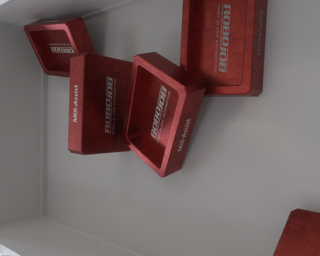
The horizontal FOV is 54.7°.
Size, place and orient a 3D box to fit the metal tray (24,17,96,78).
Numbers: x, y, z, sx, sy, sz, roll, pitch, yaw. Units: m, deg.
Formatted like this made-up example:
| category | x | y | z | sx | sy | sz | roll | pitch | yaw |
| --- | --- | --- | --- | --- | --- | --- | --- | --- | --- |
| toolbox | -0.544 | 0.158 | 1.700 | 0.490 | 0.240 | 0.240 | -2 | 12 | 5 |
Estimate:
| category | x | y | z | sx | sy | sz | roll | pitch | yaw |
| --- | --- | --- | --- | --- | --- | --- | --- | --- | --- |
| metal tray | -0.161 | -0.130 | 0.508 | 0.130 | 0.030 | 0.090 | 13 | 131 | 39 |

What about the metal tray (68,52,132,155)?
| category | x | y | z | sx | sy | sz | roll | pitch | yaw |
| --- | --- | --- | --- | --- | --- | --- | --- | --- | --- |
| metal tray | -0.078 | -0.031 | 0.429 | 0.030 | 0.091 | 0.129 | 4 | 93 | 40 |

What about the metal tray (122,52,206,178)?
| category | x | y | z | sx | sy | sz | roll | pitch | yaw |
| --- | --- | --- | --- | --- | --- | --- | --- | --- | --- |
| metal tray | -0.002 | -0.015 | 0.379 | 0.090 | 0.030 | 0.129 | 40 | 133 | 33 |

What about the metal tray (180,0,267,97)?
| category | x | y | z | sx | sy | sz | roll | pitch | yaw |
| --- | --- | --- | --- | --- | --- | --- | --- | --- | --- |
| metal tray | 0.068 | -0.101 | 0.346 | 0.090 | 0.030 | 0.129 | 4 | 93 | 40 |

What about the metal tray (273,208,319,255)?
| category | x | y | z | sx | sy | sz | roll | pitch | yaw |
| --- | --- | --- | --- | --- | --- | --- | --- | --- | --- |
| metal tray | 0.130 | 0.129 | 0.236 | 0.090 | 0.131 | 0.030 | 3 | 131 | 43 |
